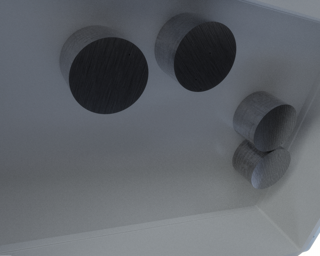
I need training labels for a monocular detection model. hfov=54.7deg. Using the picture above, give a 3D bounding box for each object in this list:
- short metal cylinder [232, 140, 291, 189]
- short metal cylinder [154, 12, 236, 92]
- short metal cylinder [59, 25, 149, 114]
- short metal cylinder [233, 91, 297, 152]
[{"bbox_3d":[0.171,0.056,0.524,0.081,0.050,0.079,-14,125,-21],"label":"short metal cylinder"},{"bbox_3d":[0.041,-0.089,0.361,0.081,0.050,0.079,-14,125,-21],"label":"short metal cylinder"},{"bbox_3d":[-0.059,-0.061,0.323,0.081,0.050,0.079,-14,124,-21],"label":"short metal cylinder"},{"bbox_3d":[0.161,-0.011,0.476,0.081,0.050,0.079,-14,125,-21],"label":"short metal cylinder"}]
